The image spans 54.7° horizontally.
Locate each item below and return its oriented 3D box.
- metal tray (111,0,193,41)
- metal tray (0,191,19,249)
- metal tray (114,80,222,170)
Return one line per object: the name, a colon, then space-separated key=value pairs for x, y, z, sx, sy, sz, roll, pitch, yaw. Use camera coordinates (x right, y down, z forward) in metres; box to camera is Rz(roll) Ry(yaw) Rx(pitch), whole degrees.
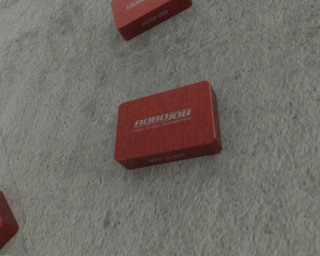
metal tray: x=-0.018 y=-0.218 z=0.543 sx=0.130 sy=0.030 sz=0.090 roll=-25 pitch=53 yaw=12
metal tray: x=-0.273 y=0.159 z=0.443 sx=0.130 sy=0.030 sz=0.090 roll=-47 pitch=52 yaw=-5
metal tray: x=0.008 y=-0.002 z=0.397 sx=0.130 sy=0.030 sz=0.090 roll=-13 pitch=56 yaw=20
